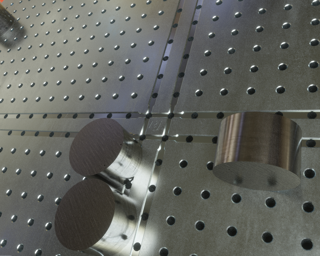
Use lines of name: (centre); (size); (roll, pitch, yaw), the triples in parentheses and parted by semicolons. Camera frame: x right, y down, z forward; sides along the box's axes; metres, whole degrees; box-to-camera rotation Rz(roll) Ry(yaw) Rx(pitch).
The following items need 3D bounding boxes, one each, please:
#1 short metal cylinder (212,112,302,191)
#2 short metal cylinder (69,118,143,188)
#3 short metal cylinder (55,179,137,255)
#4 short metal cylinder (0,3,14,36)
short metal cylinder: (0.096, 0.025, 0.307); (0.080, 0.080, 0.050); (0, 62, 28)
short metal cylinder: (-0.070, 0.033, 0.407); (0.080, 0.050, 0.080); (-13, 56, 20)
short metal cylinder: (-0.075, 0.106, 0.365); (0.080, 0.050, 0.080); (-13, 56, 20)
short metal cylinder: (-0.413, -0.270, 0.770); (0.080, 0.050, 0.080); (-13, 56, 20)
